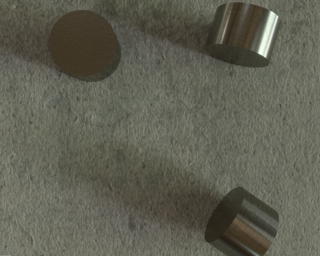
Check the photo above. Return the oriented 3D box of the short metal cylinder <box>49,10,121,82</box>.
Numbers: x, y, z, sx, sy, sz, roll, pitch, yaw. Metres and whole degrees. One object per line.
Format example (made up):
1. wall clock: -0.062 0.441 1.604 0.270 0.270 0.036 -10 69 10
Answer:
1. short metal cylinder: -0.093 -0.102 0.396 0.081 0.050 0.079 0 90 -1

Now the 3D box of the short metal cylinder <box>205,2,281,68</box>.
1. short metal cylinder: 0.102 -0.112 0.384 0.080 0.080 0.050 17 90 -1

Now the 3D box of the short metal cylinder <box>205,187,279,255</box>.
1. short metal cylinder: 0.100 0.120 0.384 0.050 0.080 0.080 35 90 0
